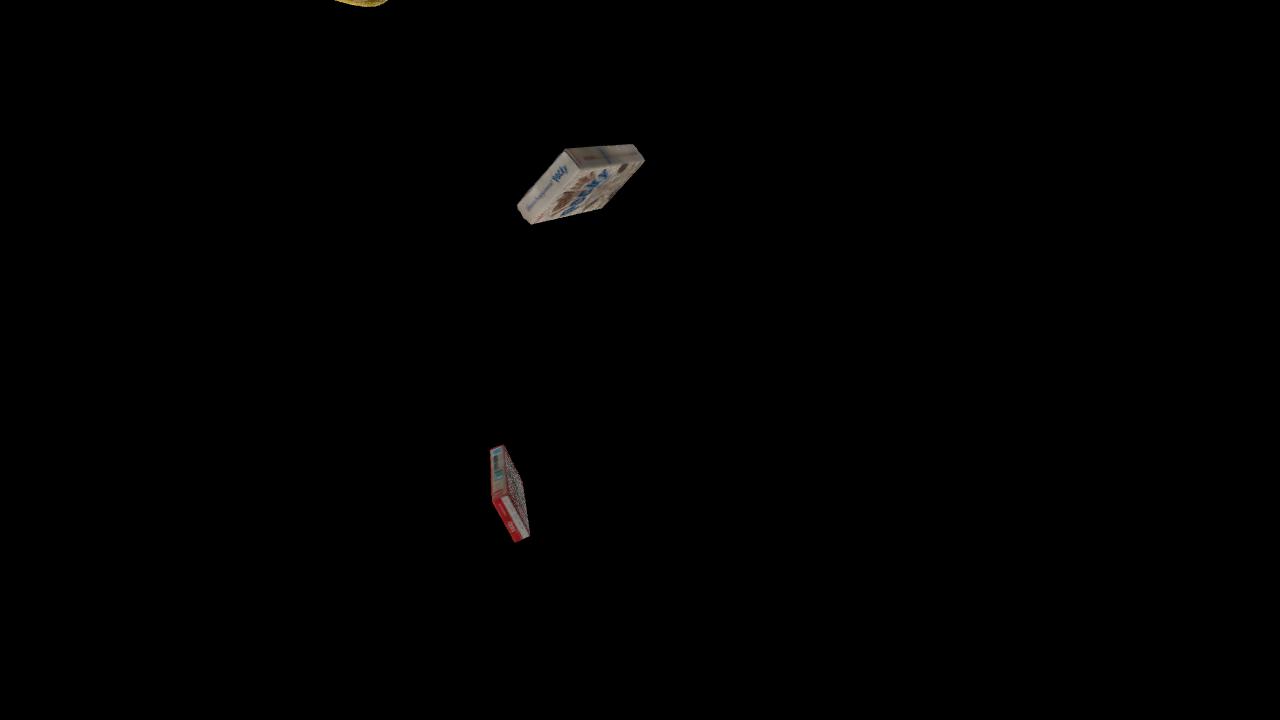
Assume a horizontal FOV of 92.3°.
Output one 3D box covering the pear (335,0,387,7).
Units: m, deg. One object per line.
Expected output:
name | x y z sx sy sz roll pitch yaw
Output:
pear | -0.209 -0.292 0.403 0.111 0.080 0.080 42 -1 -2

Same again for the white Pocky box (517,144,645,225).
white Pocky box | -0.058 -0.189 0.653 0.084 0.028 0.154 -39 0 32

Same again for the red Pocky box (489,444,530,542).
red Pocky box | -0.200 0.199 0.936 0.028 0.083 0.155 -24 24 -6
